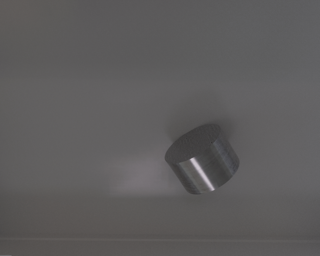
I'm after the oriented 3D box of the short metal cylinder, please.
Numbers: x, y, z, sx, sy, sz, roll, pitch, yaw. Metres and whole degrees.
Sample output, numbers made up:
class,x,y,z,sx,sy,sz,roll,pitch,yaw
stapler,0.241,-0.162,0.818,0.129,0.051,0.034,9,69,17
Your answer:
class,x,y,z,sx,sy,sz,roll,pitch,yaw
short metal cylinder,0.053,0.038,0.396,0.080,0.080,0.050,-30,107,10
